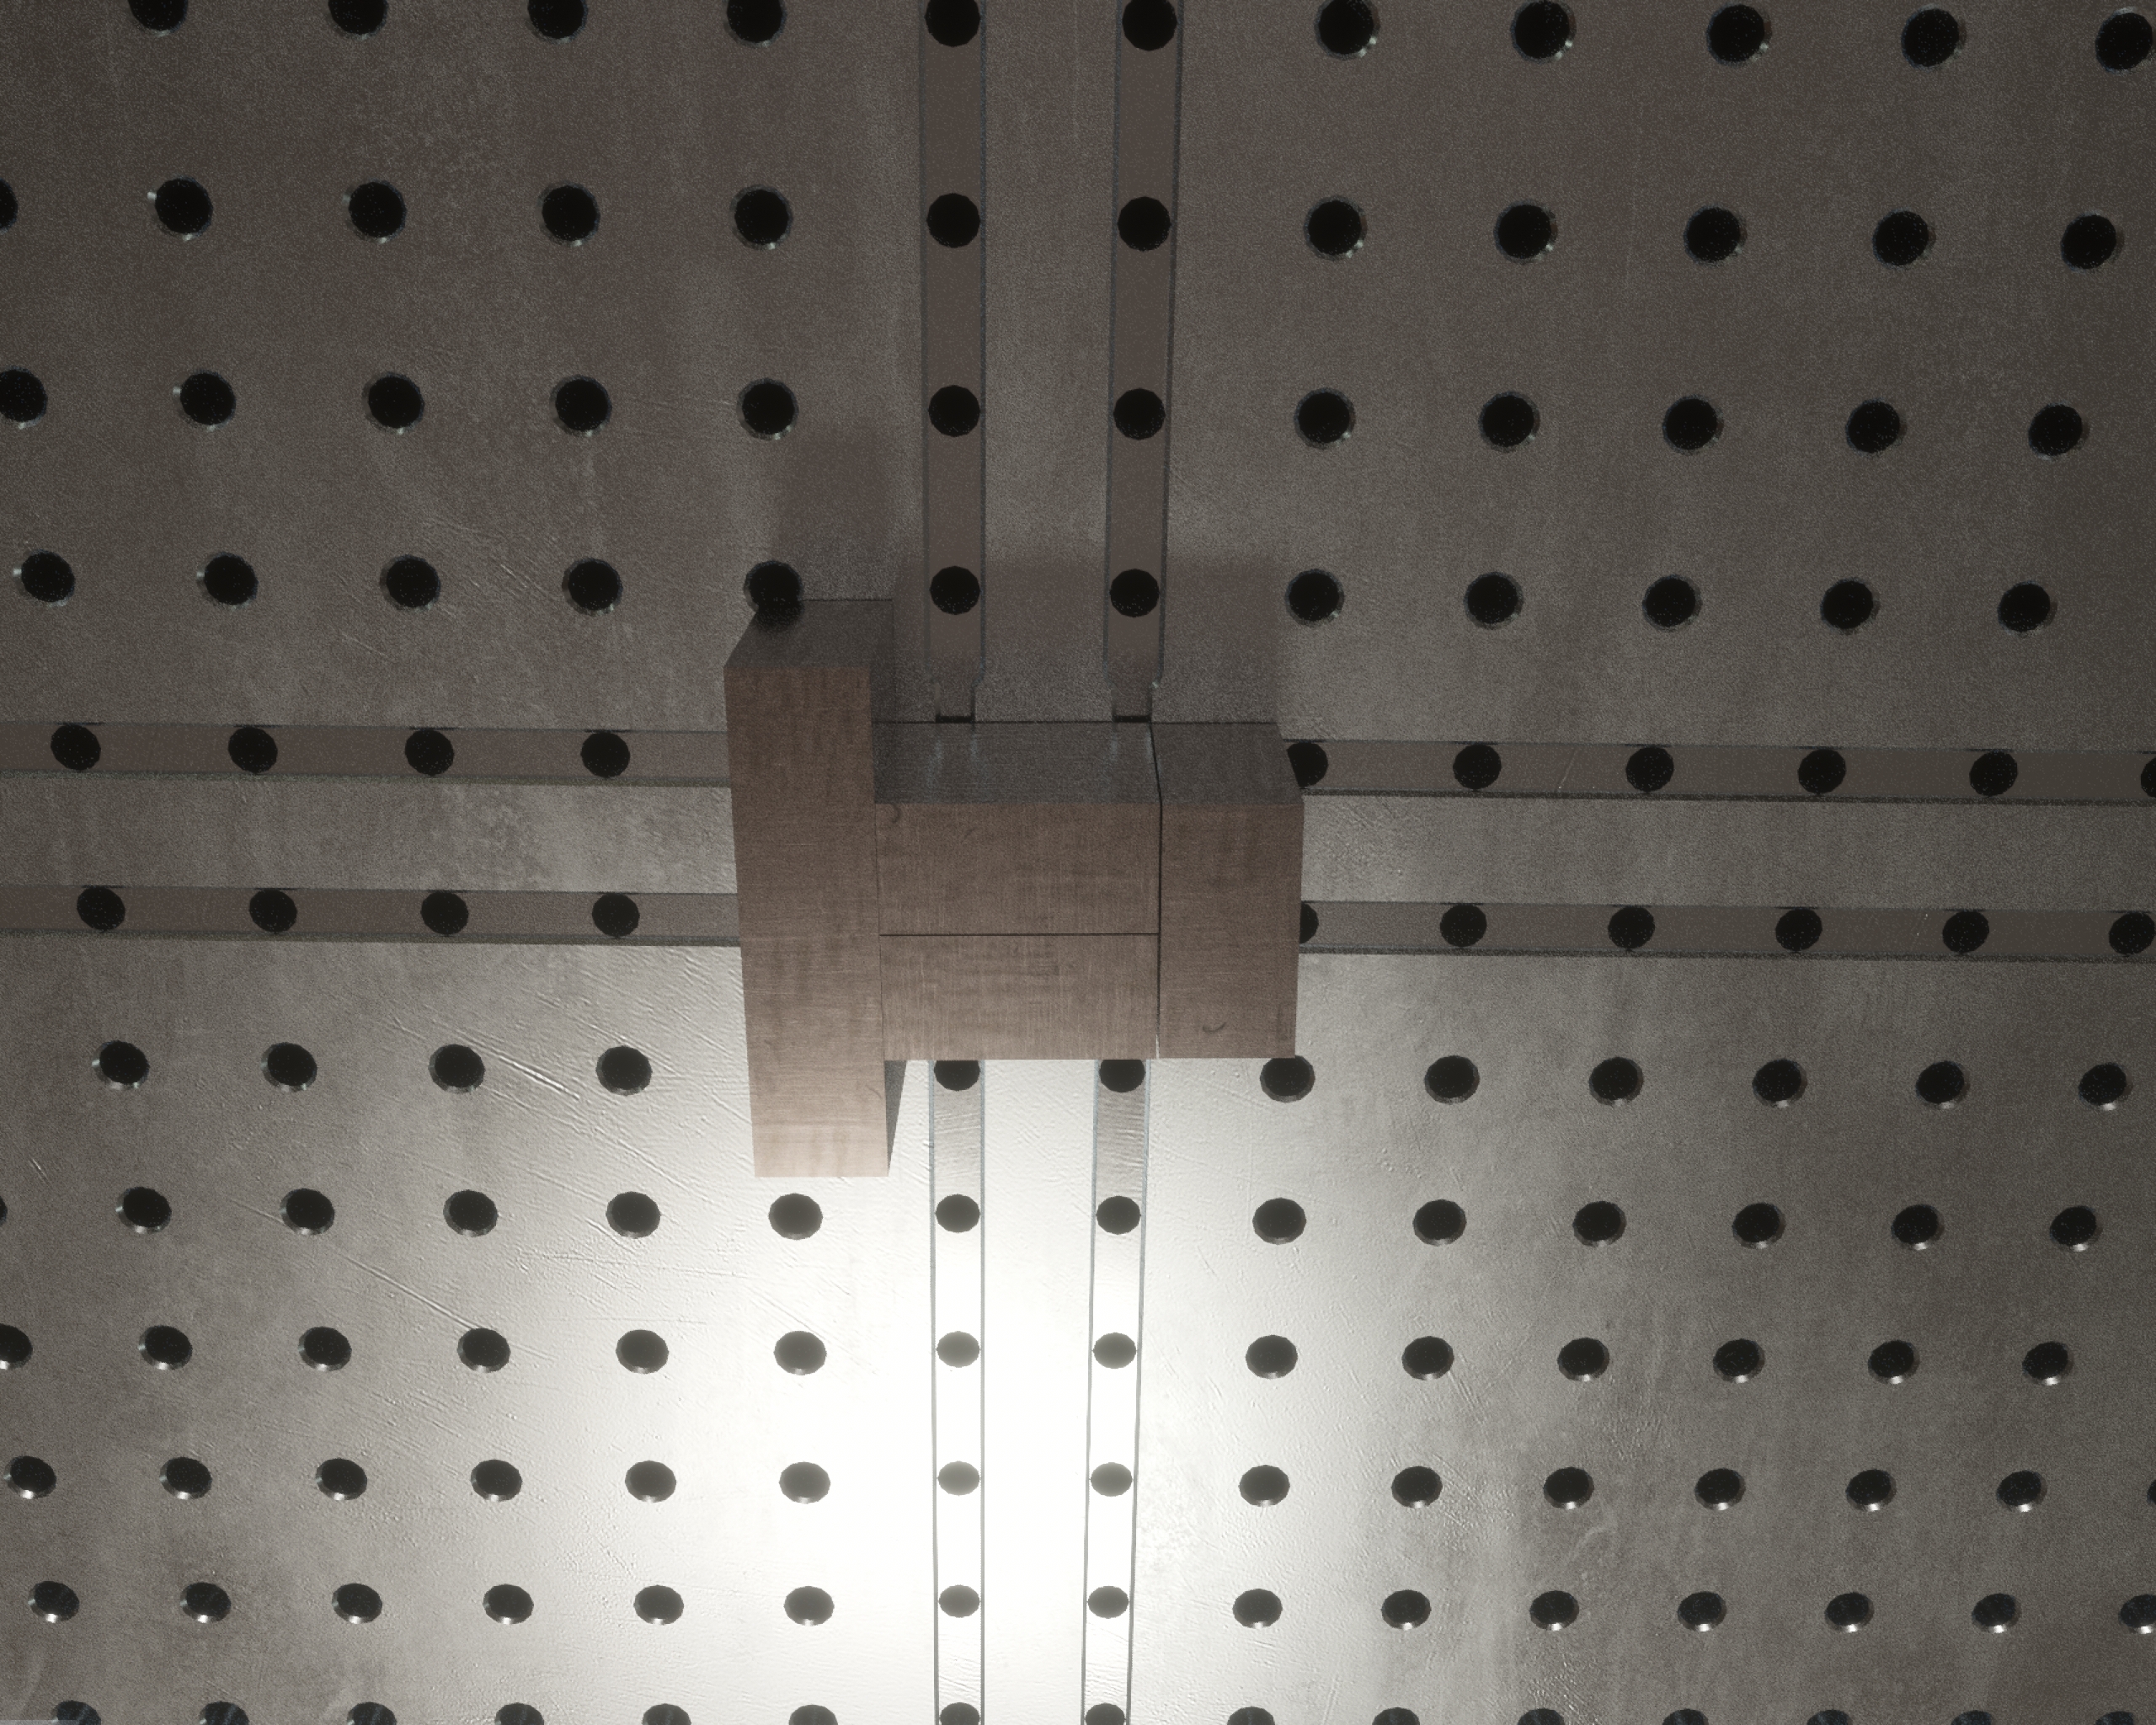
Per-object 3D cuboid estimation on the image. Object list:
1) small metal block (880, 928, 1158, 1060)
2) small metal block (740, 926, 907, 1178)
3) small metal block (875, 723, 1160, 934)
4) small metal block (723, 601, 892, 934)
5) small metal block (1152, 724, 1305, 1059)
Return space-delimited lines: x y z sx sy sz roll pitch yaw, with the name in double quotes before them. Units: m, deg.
"small metal block" -0.011 0.016 0.405 0.050 0.050 0.025 0 110 -1
"small metal block" -0.049 0.028 0.409 0.025 0.050 0.050 0 110 0
"small metal block" -0.011 -0.007 0.396 0.050 0.050 0.025 0 110 -1
"small metal block" -0.049 -0.019 0.392 0.025 0.050 0.050 0 110 0
"small metal block" 0.028 0.004 0.401 0.025 0.050 0.050 0 110 0
